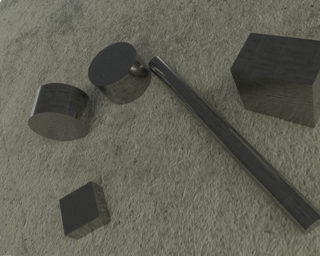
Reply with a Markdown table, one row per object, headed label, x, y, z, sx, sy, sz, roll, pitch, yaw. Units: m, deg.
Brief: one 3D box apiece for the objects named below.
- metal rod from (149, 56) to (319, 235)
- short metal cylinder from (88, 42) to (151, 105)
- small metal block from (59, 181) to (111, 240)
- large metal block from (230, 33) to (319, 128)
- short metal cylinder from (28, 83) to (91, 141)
| label | x | y | z | sx | sy | sz | roll | pitch | yaw |
| --- | --- | --- | --- | --- | --- | --- | --- | --- | --- |
| metal rod | 0.066 | -0.005 | 0.371 | 0.025 | 0.025 | 0.300 | -39 | 51 | 1 |
| short metal cylinder | -0.060 | -0.082 | 0.468 | 0.080 | 0.050 | 0.080 | -13 | 56 | 20 |
| small metal block | -0.095 | 0.103 | 0.388 | 0.050 | 0.025 | 0.050 | -31 | 52 | 8 |
| large metal block | 0.131 | -0.050 | 0.330 | 0.080 | 0.080 | 0.050 | 20 | 73 | 35 |
| short metal cylinder | -0.146 | -0.022 | 0.456 | 0.080 | 0.080 | 0.050 | -13 | 57 | 21 |
